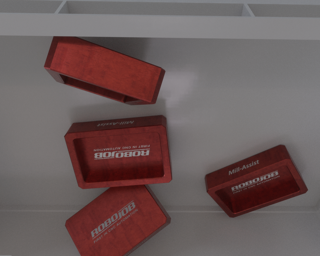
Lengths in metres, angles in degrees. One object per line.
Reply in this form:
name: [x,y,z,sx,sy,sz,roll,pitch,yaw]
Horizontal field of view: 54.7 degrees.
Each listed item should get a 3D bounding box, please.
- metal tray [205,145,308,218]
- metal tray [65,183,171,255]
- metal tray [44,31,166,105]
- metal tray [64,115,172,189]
metal tray: [0.148,0.087,0.480,0.130,0.030,0.090,-27,126,20]
metal tray: [-0.062,0.137,0.452,0.130,0.090,0.030,-37,157,-1]
metal tray: [-0.056,-0.050,0.302,0.091,0.130,0.030,17,89,-15]
metal tray: [-0.052,0.034,0.420,0.131,0.030,0.089,-5,116,4]
